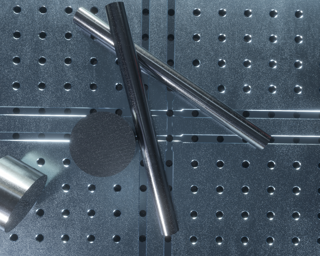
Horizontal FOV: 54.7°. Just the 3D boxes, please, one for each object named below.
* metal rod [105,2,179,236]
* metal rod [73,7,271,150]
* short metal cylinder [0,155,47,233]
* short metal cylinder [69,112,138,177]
[{"bbox_3d":[-0.021,-0.007,0.397,0.025,0.025,0.298,-14,96,0],"label":"metal rod"},{"bbox_3d":[0.016,-0.065,0.413,0.301,0.025,0.025,34,90,0],"label":"metal rod"},{"bbox_3d":[-0.186,0.080,0.384,0.050,0.080,0.080,30,90,0],"label":"short metal cylinder"},{"bbox_3d":[-0.070,0.020,0.400,0.081,0.050,0.080,0,90,0],"label":"short metal cylinder"}]
